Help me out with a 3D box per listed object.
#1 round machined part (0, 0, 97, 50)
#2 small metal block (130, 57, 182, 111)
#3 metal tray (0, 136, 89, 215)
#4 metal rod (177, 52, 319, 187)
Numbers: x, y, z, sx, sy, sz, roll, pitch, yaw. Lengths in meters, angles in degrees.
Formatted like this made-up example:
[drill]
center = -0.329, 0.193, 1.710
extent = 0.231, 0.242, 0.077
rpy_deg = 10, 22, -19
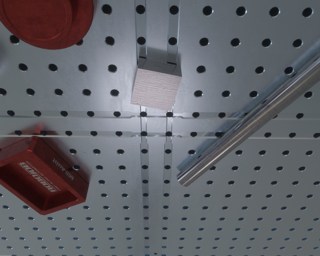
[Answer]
[round machined part]
center = -0.114, -0.120, 0.297
extent = 0.099, 0.042, 0.097
rpy_deg = 0, 130, 0
[small metal block]
center = -0.005, -0.051, 0.368
extent = 0.050, 0.025, 0.050
rpy_deg = 10, 130, -9
[metal tray]
center = -0.183, 0.077, 0.471
extent = 0.090, 0.030, 0.130
rpy_deg = -21, 127, 17
[metal rod]
center = 0.125, -0.011, 0.402
extent = 0.025, 0.025, 0.299
rpy_deg = 29, 124, -23
